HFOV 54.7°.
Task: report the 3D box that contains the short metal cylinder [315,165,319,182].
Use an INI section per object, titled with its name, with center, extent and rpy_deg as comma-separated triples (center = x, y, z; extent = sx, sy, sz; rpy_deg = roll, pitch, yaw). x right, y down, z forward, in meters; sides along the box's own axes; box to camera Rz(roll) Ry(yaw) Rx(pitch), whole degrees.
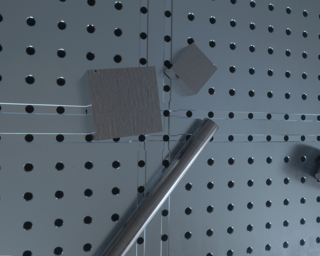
[short metal cylinder]
center = 0.301, 0.072, 0.497
extent = 0.080, 0.080, 0.050
rpy_deg = 35, 79, -17

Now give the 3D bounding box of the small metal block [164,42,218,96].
[small metal block]
center = 0.043, -0.080, 0.430
extent = 0.050, 0.025, 0.050
rpy_deg = 43, 76, -15

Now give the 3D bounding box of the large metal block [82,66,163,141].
[large metal block]
center = -0.047, -0.030, 0.383
extent = 0.081, 0.050, 0.079
rpy_deg = -8, 93, -20

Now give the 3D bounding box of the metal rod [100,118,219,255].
[metal rod]
center = -0.018, 0.108, 0.407
extent = 0.025, 0.025, 0.300
rpy_deg = 42, 76, -16
